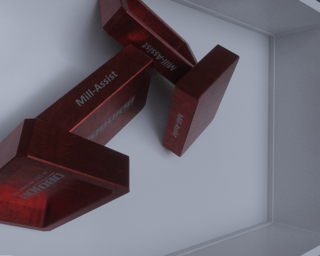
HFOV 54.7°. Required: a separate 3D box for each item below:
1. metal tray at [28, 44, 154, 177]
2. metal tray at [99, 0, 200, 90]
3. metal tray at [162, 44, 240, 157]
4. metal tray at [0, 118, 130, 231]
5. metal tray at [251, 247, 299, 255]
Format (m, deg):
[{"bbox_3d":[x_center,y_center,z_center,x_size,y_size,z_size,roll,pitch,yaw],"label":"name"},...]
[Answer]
[{"bbox_3d":[-0.062,-0.014,0.311,0.030,0.090,0.131,38,62,11],"label":"metal tray"},{"bbox_3d":[-0.008,-0.106,0.363,0.130,0.030,0.090,32,29,-36],"label":"metal tray"},{"bbox_3d":[0.048,-0.030,0.393,0.090,0.030,0.129,-45,161,-30],"label":"metal tray"},{"bbox_3d":[-0.099,0.048,0.257,0.090,0.130,0.030,28,44,-37],"label":"metal tray"},{"bbox_3d":[0.222,0.249,0.531,0.091,0.130,0.030,-4,93,-40],"label":"metal tray"}]
